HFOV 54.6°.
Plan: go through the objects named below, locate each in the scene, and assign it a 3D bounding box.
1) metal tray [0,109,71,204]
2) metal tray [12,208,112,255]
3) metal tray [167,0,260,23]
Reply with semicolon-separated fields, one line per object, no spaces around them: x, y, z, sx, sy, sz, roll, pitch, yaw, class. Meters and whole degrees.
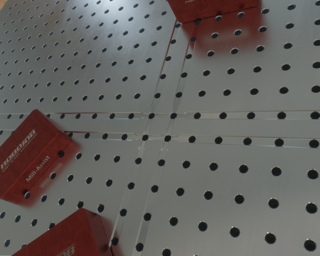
-0.213;0.042;0.493;0.090;0.030;0.130;33;80;38;metal tray
-0.122;0.168;0.367;0.130;0.030;0.090;-35;51;5;metal tray
0.074;-0.210;0.457;0.130;0.090;0.030;-4;60;26;metal tray
